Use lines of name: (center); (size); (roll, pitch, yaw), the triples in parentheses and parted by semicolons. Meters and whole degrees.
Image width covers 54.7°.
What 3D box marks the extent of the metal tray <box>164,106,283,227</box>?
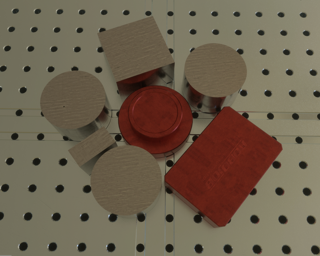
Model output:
metal tray: (0.079, 0.047, 0.391); (0.090, 0.030, 0.130); (39, 74, 13)

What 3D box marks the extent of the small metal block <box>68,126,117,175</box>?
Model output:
small metal block: (-0.080, 0.029, 0.386); (0.050, 0.050, 0.025); (-36, 74, -12)

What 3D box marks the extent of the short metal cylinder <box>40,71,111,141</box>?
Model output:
short metal cylinder: (-0.108, -0.028, 0.407); (0.081, 0.050, 0.080); (0, 70, 0)

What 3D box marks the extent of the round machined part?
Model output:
round machined part: (-0.006, -0.013, 0.407); (0.099, 0.042, 0.098); (0, 70, 0)

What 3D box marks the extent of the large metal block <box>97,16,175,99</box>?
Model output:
large metal block: (-0.033, -0.098, 0.434); (0.080, 0.050, 0.080); (-20, 71, -7)

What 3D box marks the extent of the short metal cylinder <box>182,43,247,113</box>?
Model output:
short metal cylinder: (0.072, -0.067, 0.423); (0.081, 0.050, 0.080); (0, 70, 0)

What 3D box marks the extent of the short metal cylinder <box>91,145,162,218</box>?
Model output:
short metal cylinder: (-0.038, 0.066, 0.373); (0.081, 0.050, 0.080); (0, 70, 0)
